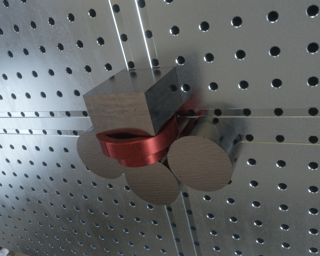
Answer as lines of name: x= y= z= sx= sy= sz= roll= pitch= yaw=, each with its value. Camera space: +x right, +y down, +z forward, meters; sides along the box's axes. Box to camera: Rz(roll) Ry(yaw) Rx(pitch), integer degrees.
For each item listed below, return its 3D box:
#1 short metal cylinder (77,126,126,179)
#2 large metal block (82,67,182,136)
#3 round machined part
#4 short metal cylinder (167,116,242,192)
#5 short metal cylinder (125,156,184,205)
short metal cylinder: x=-0.072 y=0.027 z=0.450 sx=0.080 sy=0.050 sz=0.079 roll=13 pitch=124 yaw=21
large metal block: x=-0.029 y=-0.033 z=0.370 sx=0.080 sy=0.080 sz=0.050 roll=1 pitch=119 yaw=28
round machined part: x=-0.026 y=0.013 z=0.383 sx=0.098 sy=0.098 sz=0.042 roll=2 pitch=119 yaw=27
short metal cylinder: x=0.056 y=0.032 z=0.386 sx=0.080 sy=0.050 sz=0.079 roll=13 pitch=124 yaw=21
short metal cylinder: x=-0.002 y=0.061 z=0.434 sx=0.080 sy=0.050 sz=0.079 roll=13 pitch=124 yaw=21
